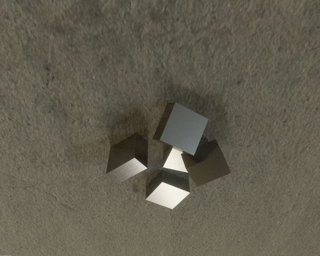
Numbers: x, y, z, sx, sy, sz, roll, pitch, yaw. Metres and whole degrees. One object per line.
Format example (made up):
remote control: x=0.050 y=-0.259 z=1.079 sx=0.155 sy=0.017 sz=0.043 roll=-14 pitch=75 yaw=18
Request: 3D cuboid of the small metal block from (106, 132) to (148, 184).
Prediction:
small metal block: x=-0.044 y=0.041 z=0.425 sx=0.050 sy=0.050 sz=0.025 roll=-31 pitch=124 yaw=23

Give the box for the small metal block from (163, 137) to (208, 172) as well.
small metal block: x=0.036 y=0.035 z=0.438 sx=0.050 sy=0.025 sz=0.050 roll=14 pitch=129 yaw=-12

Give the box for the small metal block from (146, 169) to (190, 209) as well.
small metal block: x=0.012 y=0.098 z=0.491 sx=0.050 sy=0.025 sz=0.050 roll=25 pitch=126 yaw=-20

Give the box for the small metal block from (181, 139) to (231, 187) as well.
small metal block: x=0.062 y=0.048 z=0.415 sx=0.050 sy=0.025 sz=0.050 roll=-24 pitch=135 yaw=7

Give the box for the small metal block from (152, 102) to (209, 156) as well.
small metal block: x=0.026 y=0.001 z=0.391 sx=0.050 sy=0.025 sz=0.050 roll=26 pitch=82 yaw=-20
